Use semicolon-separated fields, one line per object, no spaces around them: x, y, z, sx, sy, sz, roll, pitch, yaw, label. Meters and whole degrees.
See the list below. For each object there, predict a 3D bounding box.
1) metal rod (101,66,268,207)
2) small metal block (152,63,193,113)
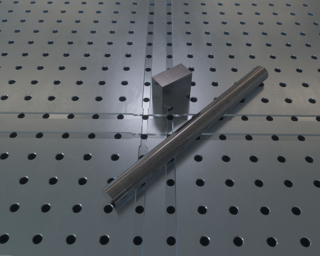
0.050;-0.004;0.410;0.025;0.025;0.302;38;59;27;metal rod
0.017;-0.056;0.439;0.050;0.050;0.025;-28;56;-22;small metal block
